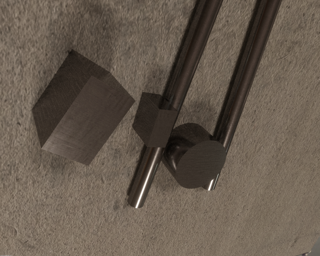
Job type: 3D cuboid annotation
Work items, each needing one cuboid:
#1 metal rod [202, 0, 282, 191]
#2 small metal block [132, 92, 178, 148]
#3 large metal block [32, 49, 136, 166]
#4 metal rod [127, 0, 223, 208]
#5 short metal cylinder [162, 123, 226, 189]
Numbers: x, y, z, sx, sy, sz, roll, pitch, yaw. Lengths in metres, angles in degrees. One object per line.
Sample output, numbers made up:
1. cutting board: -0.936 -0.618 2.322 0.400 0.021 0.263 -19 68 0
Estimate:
1. metal rod: 0.110 -0.035 0.446 0.025 0.025 0.298 -2 119 -28
2. small metal block: -0.008 -0.010 0.382 0.025 0.050 0.050 4 116 -31
3. large metal block: -0.081 -0.023 0.314 0.050 0.080 0.080 29 102 -38
4. metal rod: 0.012 -0.020 0.402 0.025 0.025 0.298 6 115 -32
5. short metal cylinder: 0.046 0.039 0.442 0.081 0.050 0.079 -14 125 -21
